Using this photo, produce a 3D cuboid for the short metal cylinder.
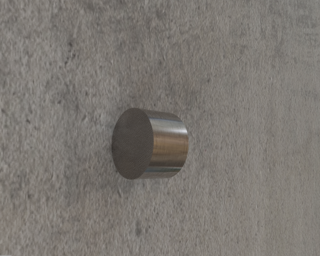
[{"bbox_3d":[-0.013,0.019,0.360,0.050,0.080,0.080,6,86,-40],"label":"short metal cylinder"}]
